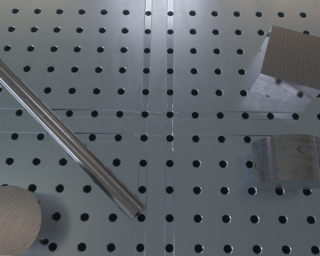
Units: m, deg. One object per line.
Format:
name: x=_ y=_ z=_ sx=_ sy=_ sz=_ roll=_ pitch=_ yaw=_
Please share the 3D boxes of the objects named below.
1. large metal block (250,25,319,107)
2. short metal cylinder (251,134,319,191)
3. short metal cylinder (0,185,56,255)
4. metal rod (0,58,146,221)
large metal block: x=0.180 y=-0.086 z=0.431 sx=0.080 sy=0.050 sz=0.080 roll=17 pitch=71 yaw=6
short metal cylinder: x=0.152 y=0.043 z=0.367 sx=0.080 sy=0.080 sz=0.050 roll=2 pitch=70 yaw=1
short metal cylinder: x=-0.168 y=0.110 z=0.357 sx=0.081 sy=0.050 sz=0.080 roll=0 pitch=70 yaw=0
metal rod: x=-0.133 y=0.004 z=0.409 sx=0.300 sy=0.025 sz=0.025 roll=42 pitch=75 yaw=14
